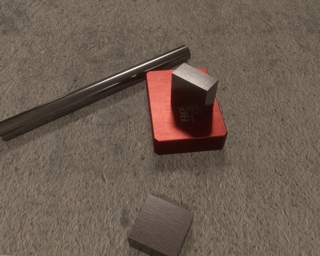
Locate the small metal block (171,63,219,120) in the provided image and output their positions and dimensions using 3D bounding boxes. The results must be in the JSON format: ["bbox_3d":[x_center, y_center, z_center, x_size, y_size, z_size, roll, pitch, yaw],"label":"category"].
[{"bbox_3d":[0.042,-0.046,0.386,0.050,0.050,0.025,31,57,23],"label":"small metal block"}]

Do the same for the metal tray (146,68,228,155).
[{"bbox_3d":[0.031,-0.027,0.423,0.091,0.030,0.130,-5,50,-5],"label":"metal tray"}]

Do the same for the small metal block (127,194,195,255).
[{"bbox_3d":[0.002,0.104,0.316,0.050,0.025,0.050,19,53,15],"label":"small metal block"}]

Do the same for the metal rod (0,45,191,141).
[{"bbox_3d":[-0.081,-0.059,0.451,0.302,0.025,0.025,-28,56,-22],"label":"metal rod"}]
